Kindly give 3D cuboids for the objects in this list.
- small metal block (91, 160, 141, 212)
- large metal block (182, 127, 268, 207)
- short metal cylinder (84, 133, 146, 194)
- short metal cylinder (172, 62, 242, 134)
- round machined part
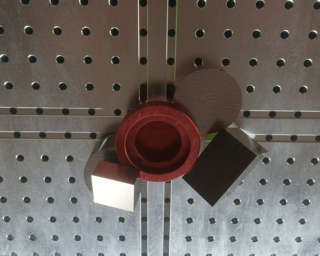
[{"bbox_3d":[-0.052,0.070,0.372,0.050,0.025,0.050,12,130,8],"label":"small metal block"},{"bbox_3d":[0.085,0.046,0.395,0.050,0.080,0.080,43,108,21],"label":"large metal block"},{"bbox_3d":[-0.057,0.053,0.419,0.081,0.050,0.079,0,110,0],"label":"short metal cylinder"},{"bbox_3d":[0.056,-0.038,0.386,0.081,0.050,0.079,0,110,0],"label":"short metal cylinder"},{"bbox_3d":[-0.002,0.013,0.378,0.099,0.042,0.097,0,110,0],"label":"round machined part"}]
